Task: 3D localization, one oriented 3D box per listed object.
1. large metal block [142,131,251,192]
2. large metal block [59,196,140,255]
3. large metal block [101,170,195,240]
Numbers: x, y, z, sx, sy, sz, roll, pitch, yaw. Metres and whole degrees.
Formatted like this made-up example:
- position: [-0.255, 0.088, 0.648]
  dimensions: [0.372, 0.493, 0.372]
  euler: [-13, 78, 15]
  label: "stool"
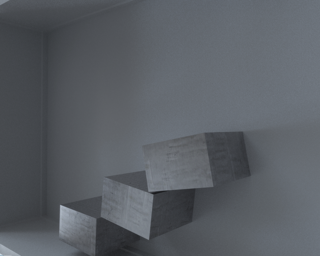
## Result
- position: [0.040, 0.036, 0.338]
  dimensions: [0.080, 0.081, 0.050]
  euler: [-14, 81, 39]
  label: "large metal block"
- position: [-0.085, 0.135, 0.441]
  dimensions: [0.080, 0.081, 0.050]
  euler: [4, 93, 40]
  label: "large metal block"
- position: [-0.014, 0.089, 0.383]
  dimensions: [0.080, 0.081, 0.050]
  euler: [10, 96, 39]
  label: "large metal block"
